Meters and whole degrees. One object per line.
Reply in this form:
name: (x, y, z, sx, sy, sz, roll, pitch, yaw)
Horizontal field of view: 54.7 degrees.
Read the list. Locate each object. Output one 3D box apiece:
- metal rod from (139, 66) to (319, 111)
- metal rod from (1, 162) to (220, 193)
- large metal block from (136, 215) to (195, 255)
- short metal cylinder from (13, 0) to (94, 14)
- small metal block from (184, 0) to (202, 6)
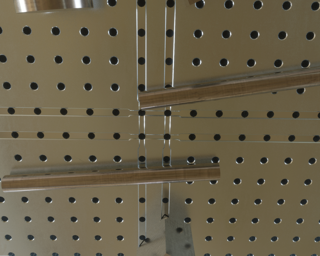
metal rod: (0.124, -0.055, 0.394, 0.302, 0.025, 0.025, -8, 110, 2)
metal rod: (-0.068, 0.070, 0.438, 0.302, 0.025, 0.025, -4, 110, 0)
large metal block: (0.006, 0.192, 0.455, 0.050, 0.080, 0.080, 32, 107, -12)
short metal cylinder: (-0.115, -0.151, 0.327, 0.081, 0.080, 0.050, -4, 110, 1)
small metal block: (0.050, -0.158, 0.343, 0.050, 0.050, 0.025, -21, 109, 7)
